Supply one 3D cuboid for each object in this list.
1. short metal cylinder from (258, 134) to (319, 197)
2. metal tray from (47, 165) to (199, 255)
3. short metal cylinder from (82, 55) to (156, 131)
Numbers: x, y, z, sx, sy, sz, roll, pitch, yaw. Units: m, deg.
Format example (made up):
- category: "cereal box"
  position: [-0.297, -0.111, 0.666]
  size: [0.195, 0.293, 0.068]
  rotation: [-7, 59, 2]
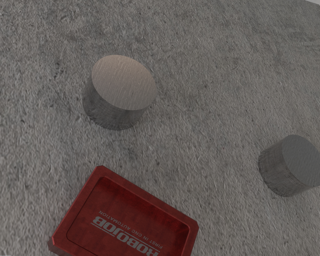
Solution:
- category: "short metal cylinder"
  position: [0.194, 0.056, 0.458]
  size: [0.081, 0.050, 0.080]
  rotation: [14, 56, -21]
- category: "metal tray"
  position: [-0.032, 0.109, 0.316]
  size: [0.130, 0.030, 0.090]
  rotation: [32, 51, -7]
- category: "short metal cylinder"
  position: [-0.052, -0.044, 0.387]
  size: [0.081, 0.050, 0.080]
  rotation: [14, 56, -21]
